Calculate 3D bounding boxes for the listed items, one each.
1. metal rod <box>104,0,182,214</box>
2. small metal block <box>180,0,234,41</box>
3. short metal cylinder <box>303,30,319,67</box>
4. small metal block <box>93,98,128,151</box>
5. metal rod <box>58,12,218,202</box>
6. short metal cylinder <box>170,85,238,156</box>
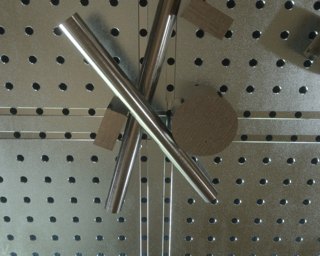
[{"bbox_3d":[-0.028,-0.017,0.406,0.025,0.025,0.298,15,109,-6],"label":"metal rod"},{"bbox_3d":[0.052,-0.126,0.354,0.050,0.050,0.025,27,108,-10],"label":"small metal block"},{"bbox_3d":[0.215,-0.087,0.354,0.080,0.080,0.050,30,107,-11],"label":"short metal cylinder"},{"bbox_3d":[-0.061,-0.006,0.397,0.025,0.050,0.050,22,109,-8],"label":"small metal block"},{"bbox_3d":[-0.011,-0.007,0.385,0.025,0.025,0.300,-33,116,11],"label":"metal rod"},{"bbox_3d":[0.054,-0.011,0.396,0.081,0.050,0.079,0,110,0],"label":"short metal cylinder"}]
